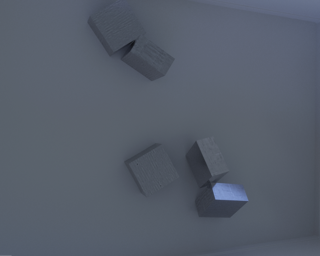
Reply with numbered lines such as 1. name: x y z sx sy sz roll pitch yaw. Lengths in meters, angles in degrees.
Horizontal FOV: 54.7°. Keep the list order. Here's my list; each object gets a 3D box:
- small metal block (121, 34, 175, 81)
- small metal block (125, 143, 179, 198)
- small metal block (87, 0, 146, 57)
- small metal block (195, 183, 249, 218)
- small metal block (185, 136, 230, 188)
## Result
1. small metal block: -0.017 -0.087 0.391 0.050 0.050 0.025 33 80 -17
2. small metal block: -0.011 0.054 0.406 0.050 0.025 0.050 -30 100 -18
3. small metal block: -0.054 -0.127 0.390 0.050 0.025 0.050 -36 102 -16
4. small metal block: 0.084 0.100 0.426 0.050 0.050 0.025 7 47 -20
5. small metal block: 0.061 0.046 0.410 0.025 0.050 0.050 -13 66 -19
